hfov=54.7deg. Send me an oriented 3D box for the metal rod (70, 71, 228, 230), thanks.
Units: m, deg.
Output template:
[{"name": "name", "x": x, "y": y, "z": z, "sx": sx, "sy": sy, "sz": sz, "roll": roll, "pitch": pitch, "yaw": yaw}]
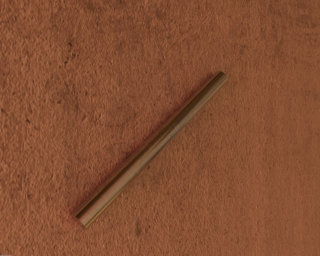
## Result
[{"name": "metal rod", "x": 0.004, "y": 0.011, "z": 0.412, "sx": 0.301, "sy": 0.025, "sz": 0.025, "roll": -44, "pitch": 117, "yaw": -31}]
